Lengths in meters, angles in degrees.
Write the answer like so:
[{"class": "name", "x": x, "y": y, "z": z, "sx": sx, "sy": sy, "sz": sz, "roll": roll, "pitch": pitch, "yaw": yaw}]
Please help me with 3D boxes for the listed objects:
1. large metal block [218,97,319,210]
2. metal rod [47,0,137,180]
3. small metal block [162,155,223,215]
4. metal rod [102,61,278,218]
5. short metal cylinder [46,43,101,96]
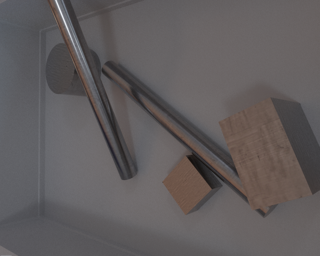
[{"class": "large metal block", "x": 0.107, "y": 0.022, "z": 0.282, "sx": 0.050, "sy": 0.081, "sz": 0.080, "roll": -29, "pitch": 72, "yaw": 36}, {"class": "metal rod", "x": -0.091, "y": -0.066, "z": 0.397, "sx": 0.025, "sy": 0.025, "sz": 0.298, "roll": -3, "pitch": 114, "yaw": 40}, {"class": "small metal block", "x": 0.038, "y": 0.067, "z": 0.374, "sx": 0.050, "sy": 0.025, "sz": 0.050, "roll": -52, "pitch": 60, "yaw": 27}, {"class": "metal rod", "x": 0.018, "y": -0.004, "z": 0.390, "sx": 0.300, "sy": 0.025, "sz": 0.025, "roll": 42, "pitch": 115, "yaw": 31}, {"class": "short metal cylinder", "x": -0.142, "y": -0.093, "z": 0.504, "sx": 0.080, "sy": 0.050, "sz": 0.079, "roll": 0, "pitch": 90, "yaw": 39}]
